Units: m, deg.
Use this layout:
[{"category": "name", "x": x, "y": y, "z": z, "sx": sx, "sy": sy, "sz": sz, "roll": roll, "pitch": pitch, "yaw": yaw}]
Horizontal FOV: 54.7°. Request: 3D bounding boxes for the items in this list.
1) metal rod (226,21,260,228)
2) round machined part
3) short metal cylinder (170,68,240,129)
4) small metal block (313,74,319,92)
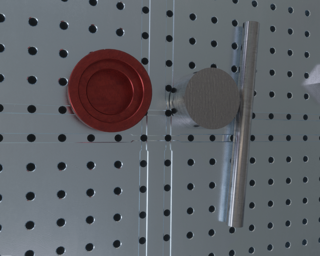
[{"category": "metal rod", "x": 0.122, "y": -0.007, "z": 0.457, "sx": 0.025, "sy": 0.025, "sz": 0.298, "roll": 6, "pitch": 88, "yaw": -20}, {"category": "round machined part", "x": -0.063, "y": -0.044, "z": 0.380, "sx": 0.099, "sy": 0.042, "sz": 0.097, "roll": 0, "pitch": 90, "yaw": -20}, {"category": "short metal cylinder", "x": 0.060, "y": -0.038, "z": 0.421, "sx": 0.081, "sy": 0.050, "sz": 0.079, "roll": 0, "pitch": 90, "yaw": -20}, {"category": "small metal block", "x": 0.295, "y": -0.076, "z": 0.521, "sx": 0.050, "sy": 0.025, "sz": 0.050, "roll": 43, "pitch": 76, "yaw": -15}]
